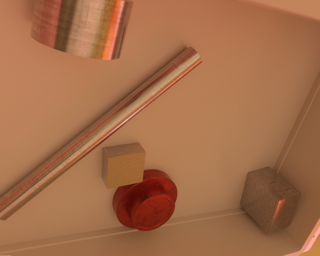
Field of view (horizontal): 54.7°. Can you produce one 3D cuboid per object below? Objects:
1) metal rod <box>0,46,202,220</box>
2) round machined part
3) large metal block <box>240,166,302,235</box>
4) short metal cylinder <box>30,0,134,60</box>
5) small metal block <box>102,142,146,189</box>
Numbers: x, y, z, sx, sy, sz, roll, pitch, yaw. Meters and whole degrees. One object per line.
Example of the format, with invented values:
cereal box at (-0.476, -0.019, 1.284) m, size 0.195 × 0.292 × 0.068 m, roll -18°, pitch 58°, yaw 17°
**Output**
metal rod at (-0.073, 0.005, 0.372) m, size 0.301 × 0.025 × 0.025 m, roll -39°, pitch 130°, yaw -2°
round machined part at (-0.017, 0.114, 0.461) m, size 0.099 × 0.042 × 0.097 m, roll -14°, pitch 125°, yaw -21°
large metal block at (0.198, 0.130, 0.565) m, size 0.050 × 0.080 × 0.079 m, roll -11°, pitch 123°, yaw -23°
short metal cylinder at (-0.069, -0.099, 0.275) m, size 0.081 × 0.080 × 0.050 m, roll 4°, pitch 117°, yaw -31°
small metal block at (-0.049, 0.050, 0.414) m, size 0.050 × 0.025 × 0.050 m, roll -7°, pitch 122°, yaw -25°
